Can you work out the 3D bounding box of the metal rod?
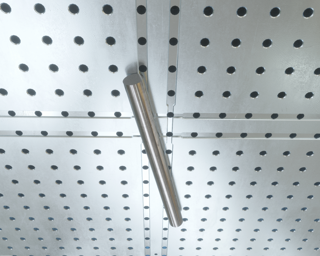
[{"bbox_3d":[-0.001,0.054,0.457,0.025,0.025,0.299,-9,130,7],"label":"metal rod"}]
